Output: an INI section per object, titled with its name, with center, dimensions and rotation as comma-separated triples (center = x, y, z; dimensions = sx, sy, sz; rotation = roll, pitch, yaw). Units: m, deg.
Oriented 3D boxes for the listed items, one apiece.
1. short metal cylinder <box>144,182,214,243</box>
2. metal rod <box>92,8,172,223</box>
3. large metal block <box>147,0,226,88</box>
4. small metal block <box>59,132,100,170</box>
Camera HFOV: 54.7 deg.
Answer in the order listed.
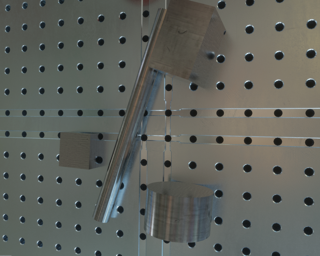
[short metal cylinder]
center = 0.022, 0.098, 0.375
dimensions = 0.080, 0.080, 0.050
rotation = 5, 92, 19
[metal rod]
center = -0.037, -0.012, 0.424
dimensions = 0.025, 0.025, 0.298
rotation = 20, 97, 18
[large metal block]
center = 0.035, -0.097, 0.370
dimensions = 0.050, 0.080, 0.080
rotation = 22, 97, 18
[small metal block]
center = -0.118, 0.032, 0.453
dimensions = 0.050, 0.025, 0.050
rotation = 3, 91, 19
